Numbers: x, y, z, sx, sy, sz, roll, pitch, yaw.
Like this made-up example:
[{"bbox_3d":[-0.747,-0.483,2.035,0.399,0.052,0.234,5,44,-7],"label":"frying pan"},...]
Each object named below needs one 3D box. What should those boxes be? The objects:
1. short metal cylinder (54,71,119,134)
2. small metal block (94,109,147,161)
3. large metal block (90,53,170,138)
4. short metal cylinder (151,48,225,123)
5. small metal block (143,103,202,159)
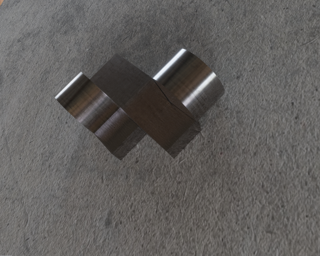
[{"bbox_3d":[-0.103,-0.036,0.446,0.050,0.080,0.080,-46,51,-4],"label":"short metal cylinder"},{"bbox_3d":[-0.055,0.009,0.430,0.050,0.025,0.050,-46,51,-4],"label":"small metal block"},{"bbox_3d":[-0.035,-0.043,0.415,0.050,0.080,0.080,-46,52,-4],"label":"large metal block"},{"bbox_3d":[0.033,-0.051,0.385,0.050,0.080,0.080,-46,51,-4],"label":"short metal cylinder"},{"bbox_3d":[0.016,0.003,0.396,0.050,0.025,0.050,-46,51,-4],"label":"small metal block"}]
